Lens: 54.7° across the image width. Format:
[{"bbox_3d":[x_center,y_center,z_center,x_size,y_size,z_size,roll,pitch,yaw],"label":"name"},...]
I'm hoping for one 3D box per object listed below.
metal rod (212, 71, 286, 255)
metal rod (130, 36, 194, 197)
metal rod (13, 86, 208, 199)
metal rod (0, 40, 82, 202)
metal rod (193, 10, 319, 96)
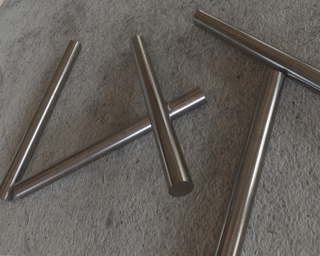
[{"bbox_3d":[0.084,0.069,0.316,0.025,0.025,0.300,9,66,32],"label":"metal rod"},{"bbox_3d":[-0.009,-0.041,0.403,0.025,0.025,0.300,-28,43,11],"label":"metal rod"},{"bbox_3d":[-0.075,0.024,0.428,0.300,0.025,0.025,-28,52,10],"label":"metal rod"},{"bbox_3d":[-0.197,-0.025,0.522,0.025,0.025,0.300,2,62,29],"label":"metal rod"},{"bbox_3d":[0.142,-0.085,0.381,0.025,0.025,0.300,-43,51,-2],"label":"metal rod"}]
